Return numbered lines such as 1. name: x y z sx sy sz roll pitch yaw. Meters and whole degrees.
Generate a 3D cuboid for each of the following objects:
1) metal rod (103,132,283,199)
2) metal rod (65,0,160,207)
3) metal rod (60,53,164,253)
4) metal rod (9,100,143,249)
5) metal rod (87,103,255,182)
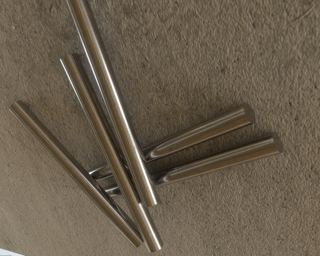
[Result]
1. metal rod: 0.021 0.064 0.435 0.299 0.025 0.025 -23 106 36
2. metal rod: -0.058 -0.033 0.396 0.025 0.025 0.298 -9 108 32
3. metal rod: -0.064 0.041 0.436 0.025 0.025 0.299 -17 101 35
4. metal rod: -0.133 0.069 0.491 0.300 0.025 0.025 45 130 7
5. metal rod: -0.010 0.034 0.432 0.299 0.025 0.025 -25 105 36
